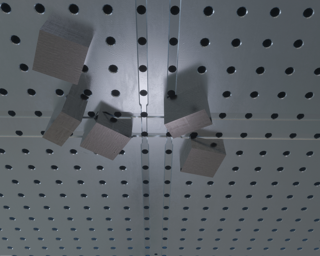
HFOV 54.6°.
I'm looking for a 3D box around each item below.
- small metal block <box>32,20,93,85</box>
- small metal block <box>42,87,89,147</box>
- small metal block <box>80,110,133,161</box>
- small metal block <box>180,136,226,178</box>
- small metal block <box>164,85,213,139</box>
[{"bbox_3d":[-0.107,-0.082,0.341,0.050,0.025,0.050,18,128,-15],"label":"small metal block"},{"bbox_3d":[-0.116,-0.014,0.382,0.025,0.050,0.050,31,124,-24],"label":"small metal block"},{"bbox_3d":[-0.073,0.011,0.420,0.050,0.025,0.050,27,125,-21],"label":"small metal block"},{"bbox_3d":[0.061,0.042,0.448,0.050,0.025,0.050,12,129,-10],"label":"small metal block"},{"bbox_3d":[0.033,-0.020,0.378,0.050,0.050,0.025,-21,127,17],"label":"small metal block"}]
